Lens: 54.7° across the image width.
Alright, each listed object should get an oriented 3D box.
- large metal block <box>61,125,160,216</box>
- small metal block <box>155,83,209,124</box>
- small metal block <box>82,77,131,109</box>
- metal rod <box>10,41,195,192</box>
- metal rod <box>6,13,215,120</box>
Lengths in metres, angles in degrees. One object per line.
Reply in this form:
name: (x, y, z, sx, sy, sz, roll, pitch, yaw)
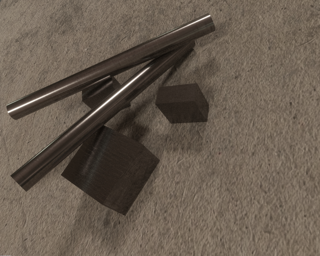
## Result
large metal block: (-0.061, 0.050, 0.388, 0.080, 0.050, 0.080, 23, 74, 36)
small metal block: (0.029, -0.029, 0.390, 0.050, 0.050, 0.025, -3, 61, 26)
small metal block: (-0.078, -0.045, 0.455, 0.050, 0.050, 0.025, -22, 54, 14)
metal rod: (-0.056, -0.034, 0.401, 0.025, 0.025, 0.301, 27, 60, 37)
metal rod: (-0.069, -0.082, 0.425, 0.301, 0.025, 0.025, -23, 53, 4)
